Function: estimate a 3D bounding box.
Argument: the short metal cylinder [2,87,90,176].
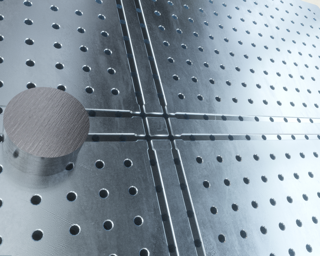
[{"bbox_3d":[-0.120,0.004,0.325,0.081,0.050,0.080,14,56,-21],"label":"short metal cylinder"}]
